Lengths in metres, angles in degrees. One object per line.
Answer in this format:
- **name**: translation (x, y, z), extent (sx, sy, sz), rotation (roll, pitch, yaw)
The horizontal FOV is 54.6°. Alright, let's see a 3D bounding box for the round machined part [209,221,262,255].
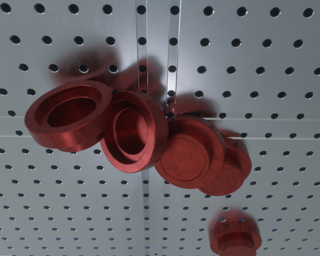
- **round machined part**: translation (0.145, 0.223, 0.591), extent (0.099, 0.042, 0.097), rotation (0, 130, 0)

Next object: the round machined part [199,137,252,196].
- **round machined part**: translation (0.085, 0.063, 0.454), extent (0.099, 0.042, 0.097), rotation (0, 130, 0)

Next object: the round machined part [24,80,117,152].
- **round machined part**: translation (-0.097, -0.010, 0.354), extent (0.098, 0.098, 0.042), rotation (-8, 130, 7)

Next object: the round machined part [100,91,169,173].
- **round machined part**: translation (-0.028, 0.003, 0.379), extent (0.042, 0.098, 0.098), rotation (-8, 146, -49)

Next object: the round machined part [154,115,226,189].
- **round machined part**: translation (0.034, 0.035, 0.402), extent (0.098, 0.042, 0.097), rotation (4, 106, 16)
